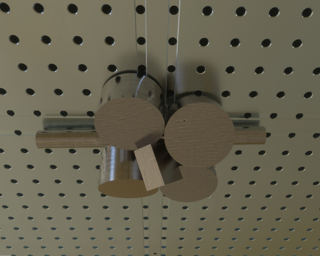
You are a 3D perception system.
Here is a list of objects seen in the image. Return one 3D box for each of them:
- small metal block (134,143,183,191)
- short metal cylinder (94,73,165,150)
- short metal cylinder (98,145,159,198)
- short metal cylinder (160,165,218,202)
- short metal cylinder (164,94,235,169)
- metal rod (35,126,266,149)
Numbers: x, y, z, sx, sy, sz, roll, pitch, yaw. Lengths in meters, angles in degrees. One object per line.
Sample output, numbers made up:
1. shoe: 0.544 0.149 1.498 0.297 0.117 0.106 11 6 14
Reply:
1. small metal block: -0.001 0.046 0.383 0.025 0.050 0.050 -25 168 26
2. short metal cylinder: -0.035 -0.019 0.374 0.081 0.050 0.079 0 130 0
3. short metal cylinder: -0.042 0.061 0.426 0.081 0.050 0.080 -1 150 0
4. short metal cylinder: 0.039 0.062 0.443 0.081 0.050 0.079 0 130 0
5. short metal cylinder: 0.045 0.002 0.376 0.081 0.050 0.079 0 107 0
6. metal rod: -0.012 0.012 0.417 0.302 0.025 0.025 -1 130 0
